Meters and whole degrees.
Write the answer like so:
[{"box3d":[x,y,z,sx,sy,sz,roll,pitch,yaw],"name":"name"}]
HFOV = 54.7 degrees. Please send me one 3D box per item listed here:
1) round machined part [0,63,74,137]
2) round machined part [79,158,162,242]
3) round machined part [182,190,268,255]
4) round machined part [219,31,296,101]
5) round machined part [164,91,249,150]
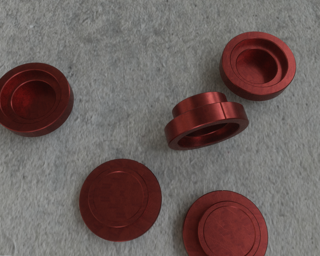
[{"box3d":[-0.163,-0.034,0.409,0.099,0.042,0.098,0,70,-1],"name":"round machined part"},{"box3d":[-0.047,0.083,0.368,0.099,0.042,0.098,0,70,-1],"name":"round machined part"},{"box3d":[0.076,0.120,0.356,0.099,0.042,0.098,0,70,-1],"name":"round machined part"},{"box3d":[0.132,-0.081,0.430,0.099,0.042,0.098,0,70,-1],"name":"round machined part"},{"box3d":[0.053,-0.010,0.374,0.099,0.098,0.042,-13,71,-5],"name":"round machined part"}]
